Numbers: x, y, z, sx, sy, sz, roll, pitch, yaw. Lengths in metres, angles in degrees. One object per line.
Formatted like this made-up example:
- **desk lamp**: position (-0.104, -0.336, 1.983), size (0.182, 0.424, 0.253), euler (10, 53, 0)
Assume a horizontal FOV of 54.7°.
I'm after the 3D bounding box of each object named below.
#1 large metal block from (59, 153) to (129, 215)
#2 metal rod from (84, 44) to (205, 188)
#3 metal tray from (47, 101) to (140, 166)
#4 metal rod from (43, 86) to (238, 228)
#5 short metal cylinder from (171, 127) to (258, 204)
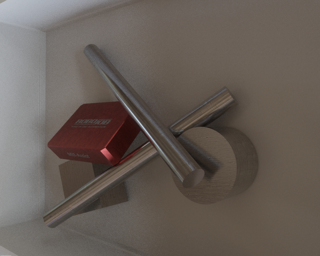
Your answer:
- **large metal block**: position (-0.101, 0.082, 0.466), size (0.080, 0.050, 0.080), euler (-24, 75, 37)
- **metal rod**: position (-0.039, -0.037, 0.397), size (0.300, 0.025, 0.025), euler (50, 120, 42)
- **metal tray**: position (-0.089, 0.004, 0.436), size (0.130, 0.030, 0.090), euler (1, 46, 41)
- **metal rod**: position (-0.037, 0.046, 0.385), size (0.300, 0.025, 0.025), euler (-35, 68, 19)
- **short metal cylinder**: position (0.058, 0.038, 0.338), size (0.080, 0.050, 0.079), euler (0, 90, 39)
